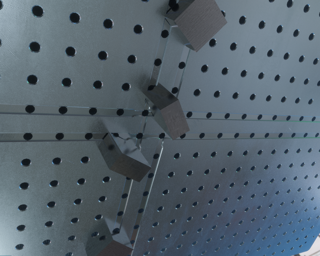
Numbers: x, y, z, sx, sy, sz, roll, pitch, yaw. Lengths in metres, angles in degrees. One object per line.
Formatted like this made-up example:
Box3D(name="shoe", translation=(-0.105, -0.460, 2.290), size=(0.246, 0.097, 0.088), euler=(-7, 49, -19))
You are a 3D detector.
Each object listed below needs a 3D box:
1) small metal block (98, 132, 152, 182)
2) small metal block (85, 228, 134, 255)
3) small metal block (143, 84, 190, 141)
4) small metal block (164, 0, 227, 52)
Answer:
Box3D(name="small metal block", translation=(-0.045, 0.037, 0.395), size=(0.050, 0.050, 0.025), euler=(32, 100, -39))
Box3D(name="small metal block", translation=(-0.079, 0.192, 0.488), size=(0.050, 0.025, 0.050), euler=(-44, 130, 2))
Box3D(name="small metal block", translation=(0.008, -0.021, 0.388), size=(0.025, 0.050, 0.050), euler=(-31, 129, -9))
Box3D(name="small metal block", translation=(0.042, -0.126, 0.358), size=(0.050, 0.025, 0.050), euler=(-44, 130, 2))
